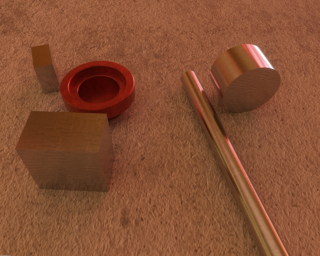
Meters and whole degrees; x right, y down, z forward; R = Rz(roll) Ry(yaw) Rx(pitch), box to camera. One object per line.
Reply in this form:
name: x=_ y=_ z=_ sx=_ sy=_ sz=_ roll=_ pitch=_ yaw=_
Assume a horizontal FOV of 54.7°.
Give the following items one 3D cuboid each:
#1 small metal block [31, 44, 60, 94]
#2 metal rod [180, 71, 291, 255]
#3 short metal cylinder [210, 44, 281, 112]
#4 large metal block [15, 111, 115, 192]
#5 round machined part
small metal block: x=-0.168 y=-0.087 z=0.458 sx=0.025 sy=0.050 sz=0.050 roll=-15 pitch=52 yaw=-12
metal rod: x=0.081 y=0.034 z=0.375 sx=0.025 sy=0.025 sz=0.300 roll=-11 pitch=51 yaw=-10
short metal cylinder: x=0.115 y=-0.067 z=0.425 sx=0.081 sy=0.080 sz=0.050 roll=-11 pitch=51 yaw=-9
large metal block: x=-0.098 y=0.028 z=0.343 sx=0.081 sy=0.080 sz=0.050 roll=2 pitch=50 yaw=1
round machined part: x=-0.084 y=-0.046 z=0.430 sx=0.099 sy=0.042 sz=0.098 roll=0 pitch=50 yaw=0
